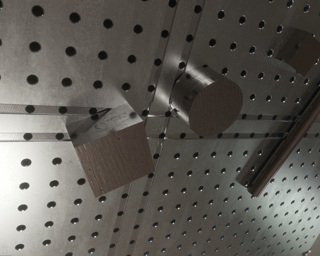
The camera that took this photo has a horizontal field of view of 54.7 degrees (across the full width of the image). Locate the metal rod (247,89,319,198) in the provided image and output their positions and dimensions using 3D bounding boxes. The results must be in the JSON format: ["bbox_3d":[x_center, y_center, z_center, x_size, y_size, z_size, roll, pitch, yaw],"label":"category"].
[{"bbox_3d":[0.250,-0.001,0.550,0.025,0.025,0.298,21,107,-36],"label":"metal rod"}]

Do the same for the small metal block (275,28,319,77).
[{"bbox_3d":[0.208,-0.111,0.459,0.050,0.025,0.050,22,106,-37],"label":"small metal block"}]

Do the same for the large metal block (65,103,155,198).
[{"bbox_3d":[-0.059,0.026,0.380,0.081,0.050,0.080,-22,127,-15],"label":"large metal block"}]

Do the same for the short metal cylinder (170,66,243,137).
[{"bbox_3d":[0.061,-0.035,0.409,0.081,0.050,0.079,-14,125,-21],"label":"short metal cylinder"}]
